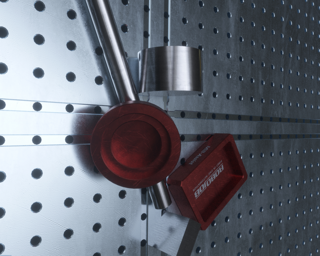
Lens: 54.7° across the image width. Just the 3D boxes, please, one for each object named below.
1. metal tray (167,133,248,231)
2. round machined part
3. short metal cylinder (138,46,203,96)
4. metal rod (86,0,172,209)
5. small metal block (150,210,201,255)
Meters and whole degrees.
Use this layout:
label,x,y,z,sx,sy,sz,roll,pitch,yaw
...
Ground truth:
label,x,y,z,sx,sy,sz,roll,pitch,yaw
metal tray,0.077,0.078,0.473,0.131,0.030,0.090,-39,114,-33
round machined part,-0.027,0.016,0.356,0.099,0.042,0.097,-1,104,-4
short metal cylinder,0.013,-0.068,0.386,0.081,0.080,0.050,-2,92,-40
metal rod,-0.038,-0.037,0.378,0.025,0.025,0.298,-28,108,-37
small metal block,0.021,0.143,0.413,0.025,0.050,0.050,37,68,-35
